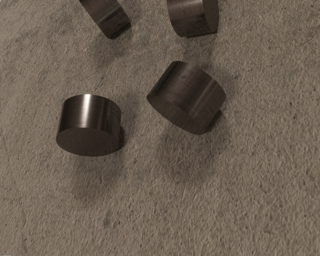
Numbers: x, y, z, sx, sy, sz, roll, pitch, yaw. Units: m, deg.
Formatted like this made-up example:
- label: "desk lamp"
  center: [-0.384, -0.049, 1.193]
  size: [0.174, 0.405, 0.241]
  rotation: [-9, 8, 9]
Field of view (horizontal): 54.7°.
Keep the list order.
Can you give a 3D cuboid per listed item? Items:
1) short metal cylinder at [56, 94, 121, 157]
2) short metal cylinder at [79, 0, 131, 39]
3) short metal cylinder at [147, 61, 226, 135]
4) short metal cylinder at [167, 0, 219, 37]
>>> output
- label: "short metal cylinder"
  center: [-0.094, -0.001, 0.417]
  size: [0.080, 0.080, 0.050]
  rotation: [-14, 56, 20]
- label: "short metal cylinder"
  center: [-0.096, -0.205, 0.542]
  size: [0.050, 0.080, 0.080]
  rotation: [-36, 51, 4]
- label: "short metal cylinder"
  center: [0.031, -0.035, 0.373]
  size: [0.080, 0.080, 0.050]
  rotation: [27, 76, 37]
- label: "short metal cylinder"
  center: [0.050, -0.177, 0.450]
  size: [0.050, 0.080, 0.080]
  rotation: [-3, 61, 27]
